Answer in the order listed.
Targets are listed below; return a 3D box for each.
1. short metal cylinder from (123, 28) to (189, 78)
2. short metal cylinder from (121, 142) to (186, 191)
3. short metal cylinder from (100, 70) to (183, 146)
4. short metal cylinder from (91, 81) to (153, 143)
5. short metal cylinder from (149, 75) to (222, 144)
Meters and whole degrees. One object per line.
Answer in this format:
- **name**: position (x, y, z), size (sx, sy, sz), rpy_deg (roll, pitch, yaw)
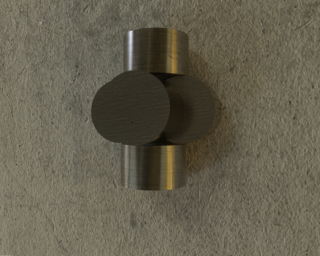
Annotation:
- **short metal cylinder**: position (-0.005, -0.086, 0.382), size (0.080, 0.080, 0.050), rpy_deg (0, 90, 19)
- **short metal cylinder**: position (-0.008, 0.044, 0.383), size (0.080, 0.080, 0.050), rpy_deg (0, 90, 19)
- **short metal cylinder**: position (-0.019, -0.021, 0.349), size (0.080, 0.050, 0.079), rpy_deg (0, 90, 19)
- **short metal cylinder**: position (-0.043, -0.021, 0.411), size (0.080, 0.050, 0.079), rpy_deg (0, 90, 19)
- **short metal cylinder**: position (0.033, -0.022, 0.385), size (0.080, 0.050, 0.079), rpy_deg (0, 90, 19)
